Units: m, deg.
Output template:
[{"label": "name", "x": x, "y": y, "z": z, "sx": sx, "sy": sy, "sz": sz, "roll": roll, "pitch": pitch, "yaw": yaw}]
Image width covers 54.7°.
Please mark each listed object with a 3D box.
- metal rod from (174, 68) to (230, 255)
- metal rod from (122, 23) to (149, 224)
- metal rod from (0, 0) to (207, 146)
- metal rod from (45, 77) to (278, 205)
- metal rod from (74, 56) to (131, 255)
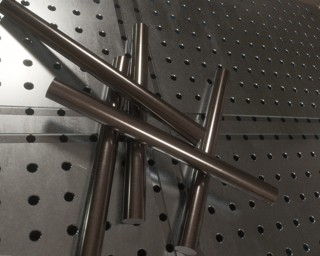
[{"label": "metal rod", "x": 0.067, "y": 0.022, "z": 0.432, "sx": 0.025, "sy": 0.025, "sz": 0.300, "roll": 28, "pitch": 52, "yaw": -11}, {"label": "metal rod", "x": -0.029, "y": -0.028, "z": 0.410, "sx": 0.025, "sy": 0.025, "sz": 0.299, "roll": 13, "pitch": 56, "yaw": -21}, {"label": "metal rod", "x": -0.074, "y": -0.073, "z": 0.386, "sx": 0.301, "sy": 0.025, "sz": 0.025, "roll": 34, "pitch": 51, "yaw": 5}, {"label": "metal rod", "x": 0.013, "y": 0.021, "z": 0.369, "sx": 0.301, "sy": 0.025, "sz": 0.025, "roll": 27, "pitch": 52, "yaw": -12}, {"label": "metal rod", "x": -0.063, "y": 0.033, "z": 0.355, "sx": 0.025, "sy": 0.025, "sz": 0.300, "roll": 17, "pitch": 55, "yaw": -19}]
